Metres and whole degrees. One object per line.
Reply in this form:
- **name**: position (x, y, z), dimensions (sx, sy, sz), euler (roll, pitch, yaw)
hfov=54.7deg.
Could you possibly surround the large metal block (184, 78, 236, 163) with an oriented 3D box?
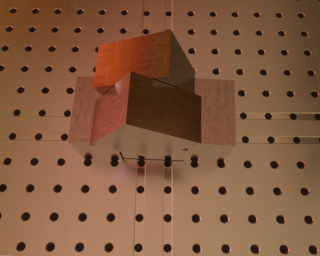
- **large metal block**: position (0.059, -0.006, 0.385), dimensions (0.050, 0.080, 0.080), euler (4, 70, 1)

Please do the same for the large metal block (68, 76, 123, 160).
- **large metal block**: position (-0.073, -0.009, 0.385), dimensions (0.050, 0.080, 0.080), euler (2, 70, 0)

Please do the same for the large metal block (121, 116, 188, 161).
- **large metal block**: position (-0.006, -0.005, 0.398), dimensions (0.081, 0.050, 0.080), euler (3, 70, 0)

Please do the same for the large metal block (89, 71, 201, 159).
- **large metal block**: position (-0.015, -0.007, 0.314), dimensions (0.081, 0.080, 0.050), euler (15, 66, -30)

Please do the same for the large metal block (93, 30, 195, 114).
- **large metal block**: position (-0.013, -0.053, 0.334), dimensions (0.080, 0.080, 0.050), euler (-6, 68, 22)
